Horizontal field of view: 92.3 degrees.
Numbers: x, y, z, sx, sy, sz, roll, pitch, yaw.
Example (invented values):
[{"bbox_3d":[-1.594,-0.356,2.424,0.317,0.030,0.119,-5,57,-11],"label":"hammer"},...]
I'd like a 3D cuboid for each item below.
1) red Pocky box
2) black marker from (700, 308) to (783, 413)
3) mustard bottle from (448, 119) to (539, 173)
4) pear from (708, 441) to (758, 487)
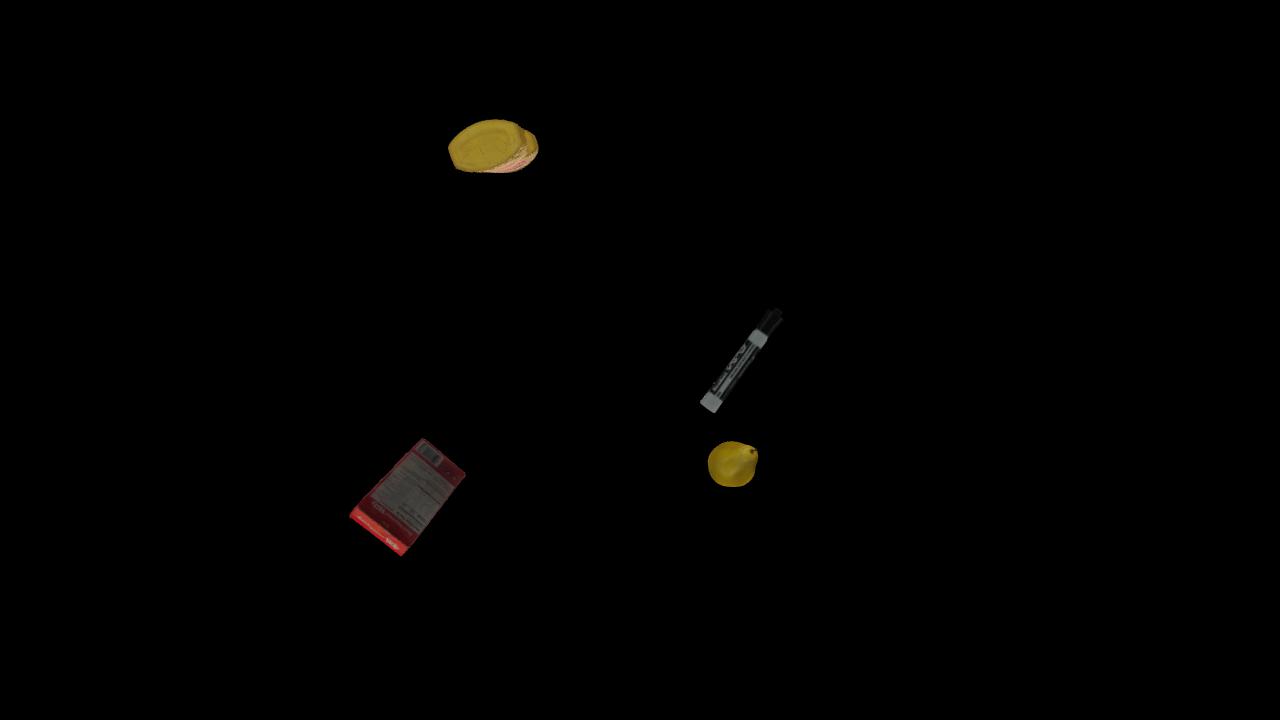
[{"bbox_3d":[-0.298,0.174,0.803,0.028,0.083,0.155,-42,10,26],"label":"red Pocky box"},{"bbox_3d":[0.102,-0.001,0.611,0.020,0.121,0.020,35,3,-2],"label":"black marker"},{"bbox_3d":[-0.179,-0.275,0.806,0.092,0.054,0.184,-23,13,8],"label":"mustard bottle"},{"bbox_3d":[0.162,0.158,0.988,0.080,0.080,0.111,0,-29,-37],"label":"pear"}]
